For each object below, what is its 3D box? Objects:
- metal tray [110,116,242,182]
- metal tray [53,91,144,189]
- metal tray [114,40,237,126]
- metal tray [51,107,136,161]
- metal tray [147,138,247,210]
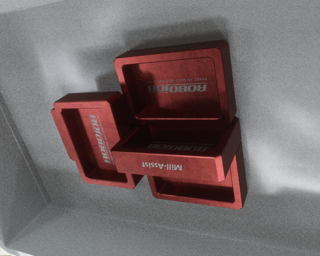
[{"bbox_3d":[0.020,0.019,0.363,0.130,0.090,0.030,1,119,27],"label":"metal tray"},{"bbox_3d":[-0.079,0.017,0.414,0.090,0.030,0.129,1,119,27],"label":"metal tray"},{"bbox_3d":[0.018,-0.049,0.363,0.130,0.030,0.089,1,119,27],"label":"metal tray"},{"bbox_3d":[-0.087,0.006,0.449,0.130,0.030,0.089,0,119,27],"label":"metal tray"},{"bbox_3d":[0.045,0.057,0.414,0.130,0.030,0.089,1,119,27],"label":"metal tray"}]
